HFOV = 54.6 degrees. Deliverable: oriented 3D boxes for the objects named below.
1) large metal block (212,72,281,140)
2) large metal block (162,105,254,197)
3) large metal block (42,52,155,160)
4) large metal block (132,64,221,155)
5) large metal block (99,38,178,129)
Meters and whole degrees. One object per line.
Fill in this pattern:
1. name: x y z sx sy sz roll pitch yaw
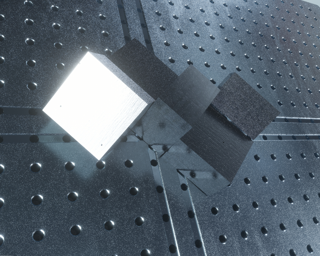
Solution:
1. large metal block: 0.116 -0.034 0.448 0.080 0.050 0.080 42 11 0
2. large metal block: 0.064 0.028 0.409 0.080 0.050 0.080 41 51 1
3. large metal block: -0.065 -0.025 0.344 0.080 0.080 0.050 42 12 0
4. large metal block: 0.020 -0.023 0.396 0.050 0.080 0.080 42 51 -2
5. large metal block: -0.035 -0.059 0.409 0.080 0.050 0.080 42 52 -1
